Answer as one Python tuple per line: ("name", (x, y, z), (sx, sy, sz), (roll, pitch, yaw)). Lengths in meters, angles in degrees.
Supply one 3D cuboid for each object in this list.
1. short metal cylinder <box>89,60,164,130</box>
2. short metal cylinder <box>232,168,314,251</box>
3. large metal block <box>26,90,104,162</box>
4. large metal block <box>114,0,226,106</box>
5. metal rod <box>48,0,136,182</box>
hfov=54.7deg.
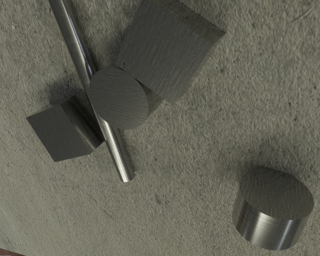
("short metal cylinder", (-0.039, -0.045, 0.384), (0.080, 0.050, 0.079), (13, 124, 21))
("short metal cylinder", (0.129, 0.092, 0.361), (0.080, 0.080, 0.050), (16, 125, 19))
("large metal block", (-0.136, -0.001, 0.462), (0.080, 0.050, 0.080), (-14, 111, 34))
("large metal block", (0.010, -0.085, 0.332), (0.080, 0.050, 0.079), (36, 128, 4))
("metal rod", (-0.091, -0.054, 0.420), (0.025, 0.025, 0.298), (-3, 117, 30))
